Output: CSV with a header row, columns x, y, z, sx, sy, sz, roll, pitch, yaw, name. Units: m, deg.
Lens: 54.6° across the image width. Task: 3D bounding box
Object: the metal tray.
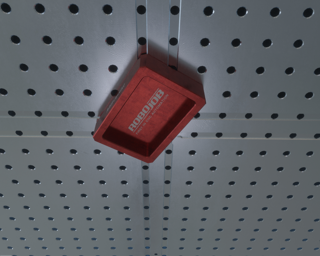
x,y,z,sx,sy,sz,roll,pitch,yaw,name
-0.016,-0.018,0.392,0.090,0.030,0.129,26,125,-21,metal tray
